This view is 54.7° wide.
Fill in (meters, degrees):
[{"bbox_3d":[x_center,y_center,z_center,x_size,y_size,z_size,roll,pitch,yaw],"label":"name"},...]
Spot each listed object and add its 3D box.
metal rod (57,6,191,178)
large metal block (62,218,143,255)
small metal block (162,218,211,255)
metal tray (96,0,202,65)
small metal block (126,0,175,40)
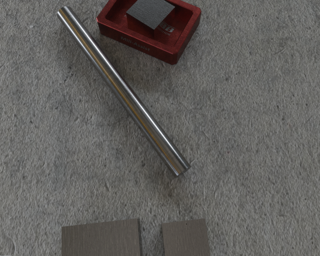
[{"bbox_3d":[-0.058,-0.059,0.429,0.025,0.025,0.299,-34,74,-12],"label":"metal rod"},{"bbox_3d":[-0.060,0.147,0.341,0.081,0.050,0.080,-6,70,-3],"label":"large metal block"},{"bbox_3d":[0.030,0.134,0.359,0.050,0.025,0.050,-6,70,-3],"label":"small metal block"},{"bbox_3d":[-0.016,-0.160,0.463,0.130,0.030,0.090,25,72,8],"label":"metal tray"},{"bbox_3d":[-0.013,-0.165,0.455,0.050,0.025,0.050,35,73,11],"label":"small metal block"}]
